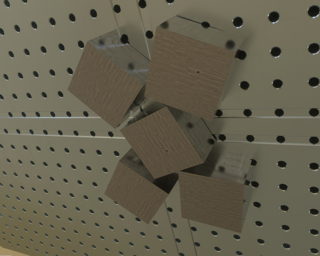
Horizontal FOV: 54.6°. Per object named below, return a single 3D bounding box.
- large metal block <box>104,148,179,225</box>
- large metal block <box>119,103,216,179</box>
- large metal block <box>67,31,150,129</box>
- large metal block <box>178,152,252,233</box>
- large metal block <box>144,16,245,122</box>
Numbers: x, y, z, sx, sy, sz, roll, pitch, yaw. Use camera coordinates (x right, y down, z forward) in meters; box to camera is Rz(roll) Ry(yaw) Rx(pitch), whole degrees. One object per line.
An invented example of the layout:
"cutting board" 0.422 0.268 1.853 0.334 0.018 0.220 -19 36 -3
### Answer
"large metal block" -0.026 0.082 0.458 0.080 0.050 0.080 33 129 7
"large metal block" 0.011 0.010 0.395 0.080 0.050 0.080 -25 105 37
"large metal block" -0.058 -0.060 0.389 0.080 0.050 0.080 39 130 2
"large metal block" 0.073 0.081 0.407 0.080 0.050 0.080 8 122 23
"large metal block" 0.035 -0.065 0.335 0.080 0.050 0.079 21 127 12
